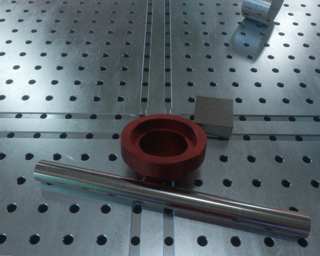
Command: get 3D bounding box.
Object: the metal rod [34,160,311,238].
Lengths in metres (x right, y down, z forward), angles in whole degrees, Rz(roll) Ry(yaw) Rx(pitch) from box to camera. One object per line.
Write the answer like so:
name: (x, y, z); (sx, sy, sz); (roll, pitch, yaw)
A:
metal rod: (0.006, 0.076, 0.343); (0.301, 0.025, 0.025); (10, 51, 8)

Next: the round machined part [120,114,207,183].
round machined part: (0.004, 0.026, 0.363); (0.099, 0.042, 0.098); (2, 33, -1)

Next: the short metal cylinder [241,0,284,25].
short metal cylinder: (0.194, -0.239, 0.575); (0.050, 0.080, 0.080); (30, 56, 23)

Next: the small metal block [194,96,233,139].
small metal block: (0.072, -0.015, 0.421); (0.050, 0.025, 0.050); (7, 50, 5)
